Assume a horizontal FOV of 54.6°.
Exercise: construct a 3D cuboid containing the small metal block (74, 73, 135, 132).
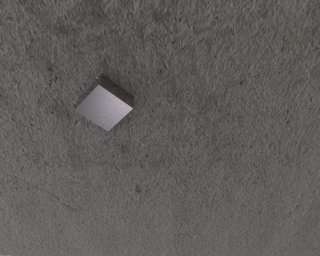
[{"bbox_3d":[-0.067,-0.030,0.381,0.050,0.025,0.050,35,122,-26],"label":"small metal block"}]
